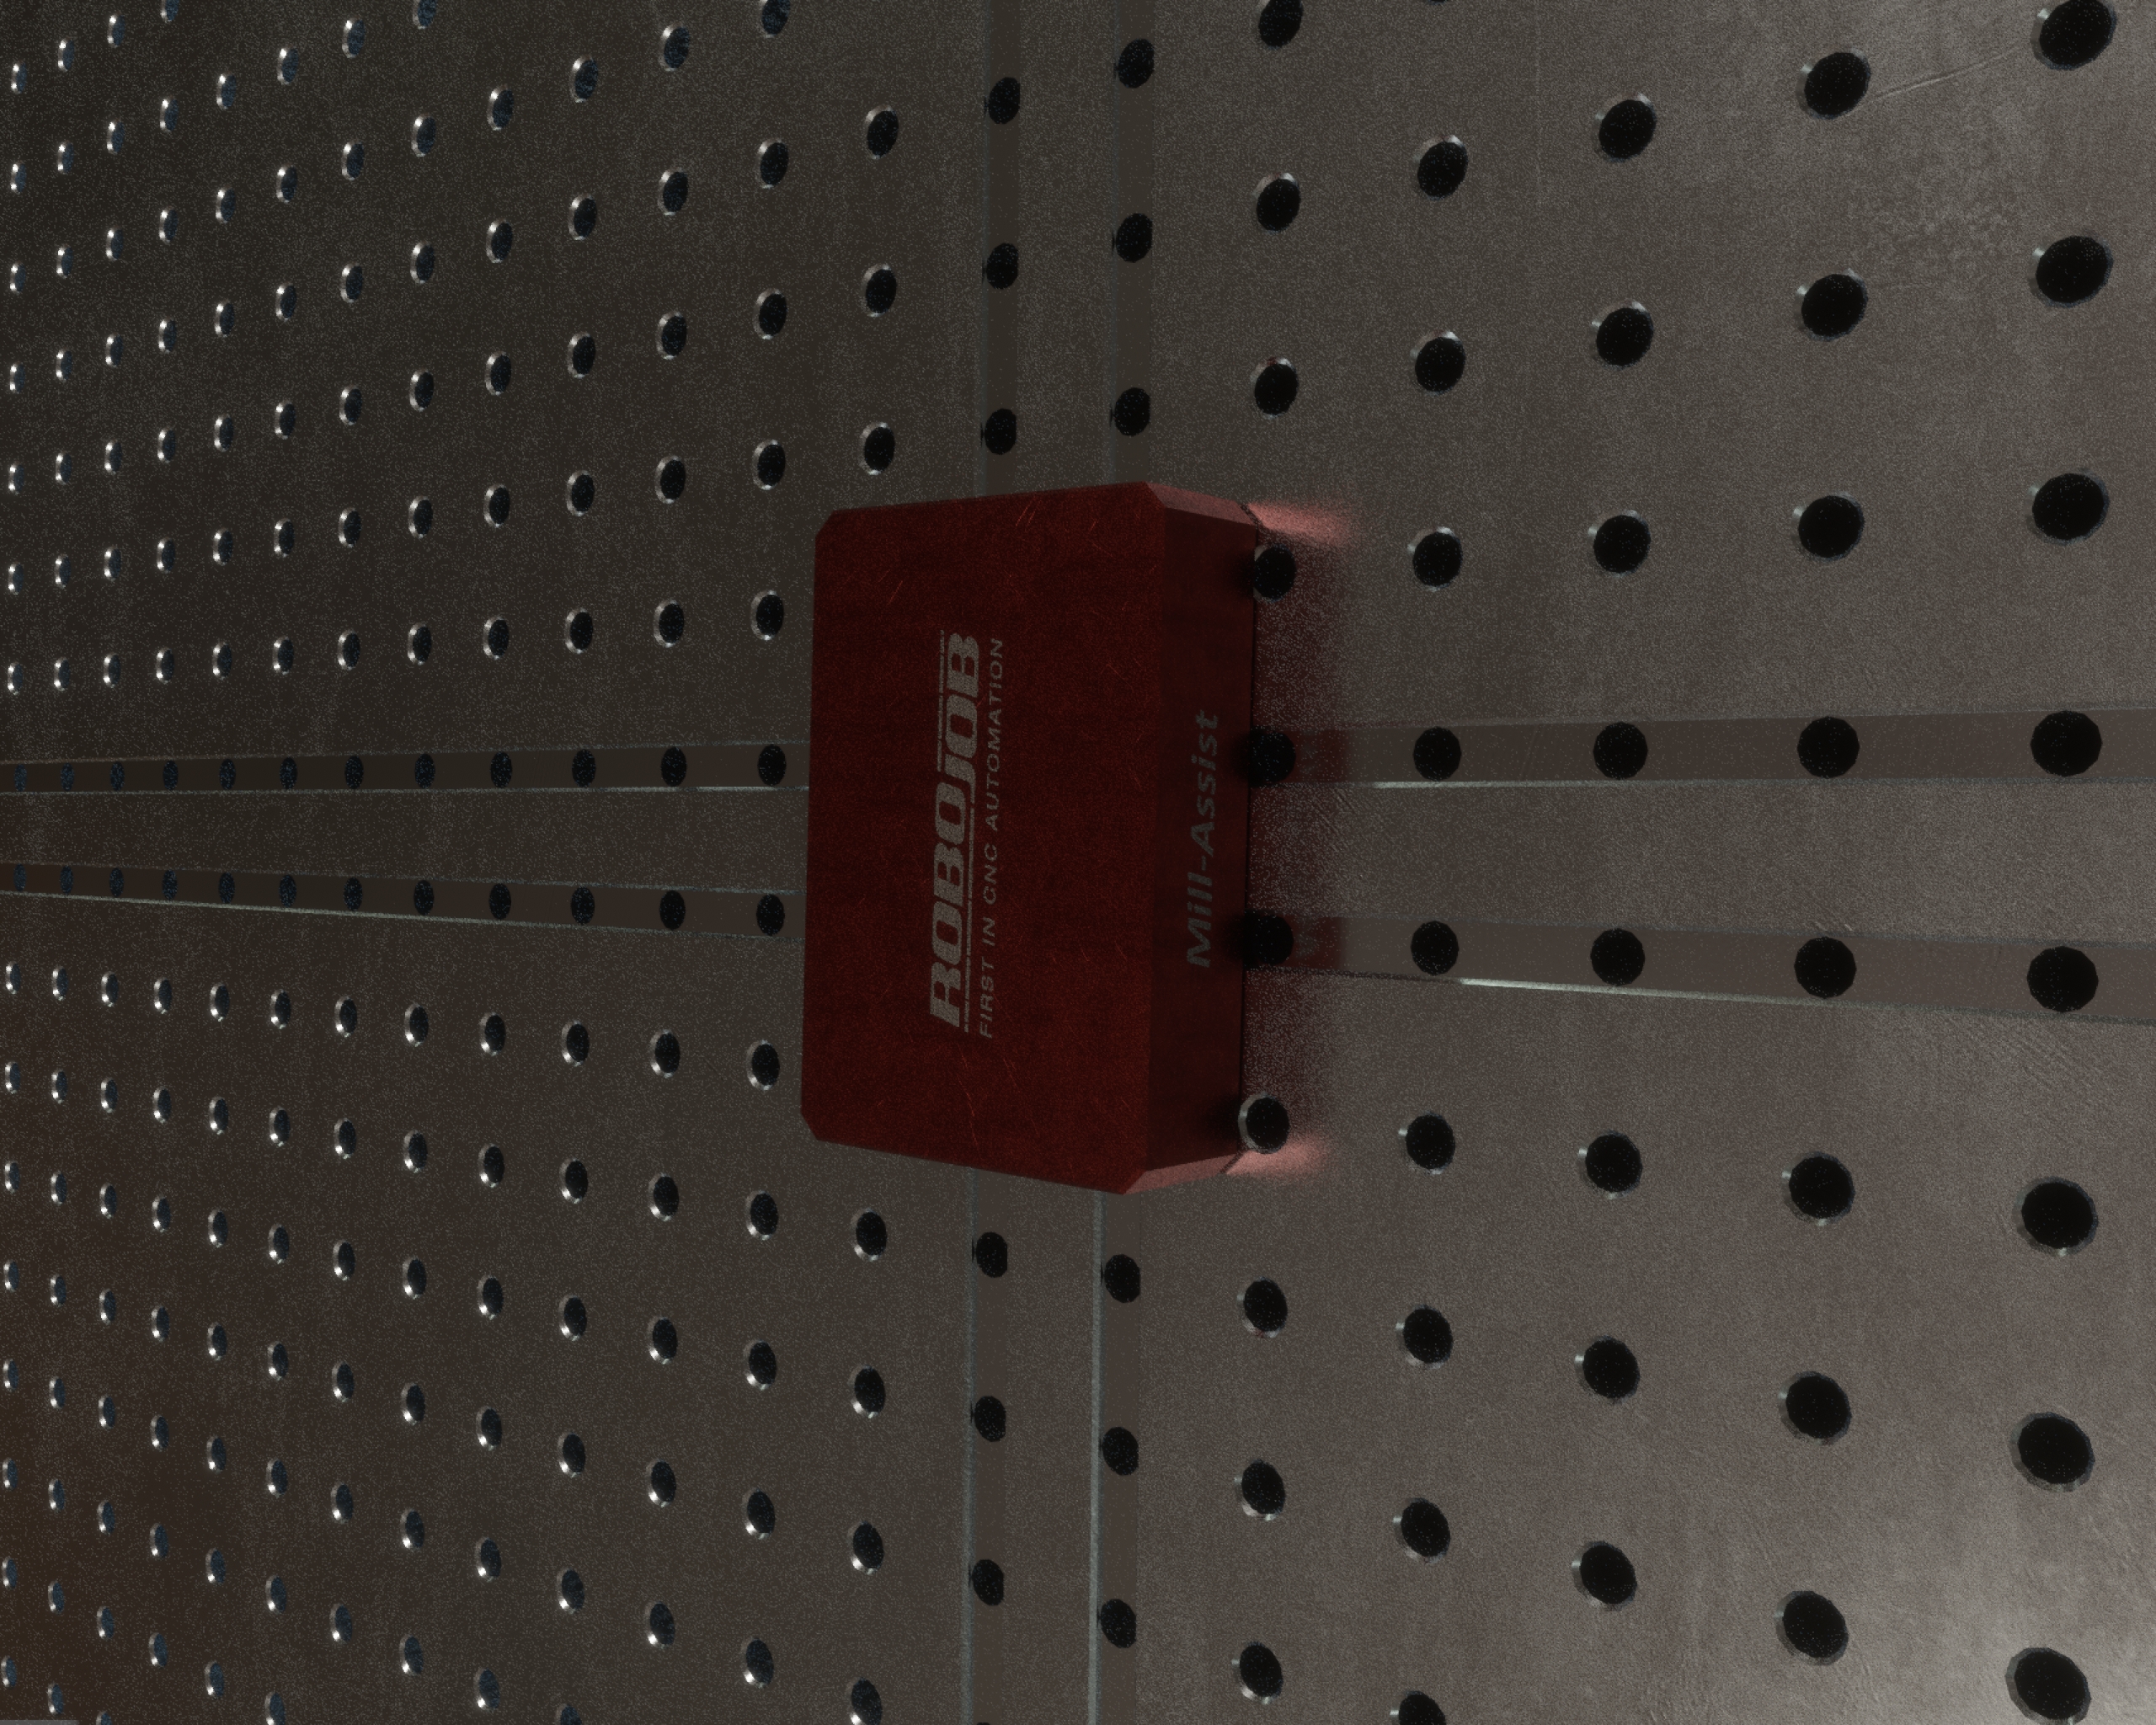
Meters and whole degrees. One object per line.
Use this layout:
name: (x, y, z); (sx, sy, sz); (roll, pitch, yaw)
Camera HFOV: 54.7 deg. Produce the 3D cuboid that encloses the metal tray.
metal tray: (-0.012, -0.006, 0.413); (0.090, 0.030, 0.129); (3, 92, 39)
